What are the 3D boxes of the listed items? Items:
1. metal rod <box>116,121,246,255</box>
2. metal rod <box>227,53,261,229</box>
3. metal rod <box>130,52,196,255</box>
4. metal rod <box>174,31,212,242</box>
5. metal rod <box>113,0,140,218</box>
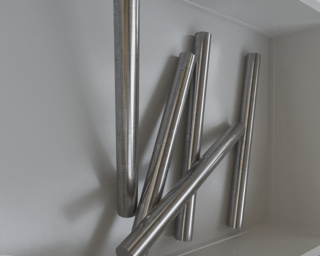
[{"bbox_3d":[0.049,0.062,0.408,0.302,0.025,0.025,-37,114,-47],"label":"metal rod"},{"bbox_3d":[0.145,0.018,0.531,0.025,0.025,0.298,14,81,-40],"label":"metal rod"},{"bbox_3d":[0.003,0.034,0.391,0.025,0.025,0.299,31,65,-36],"label":"metal rod"},{"bbox_3d":[0.049,0.009,0.449,0.025,0.025,0.298,10,83,-40],"label":"metal rod"},{"bbox_3d":[-0.034,-0.037,0.323,0.025,0.025,0.298,-16,118,-39],"label":"metal rod"}]
